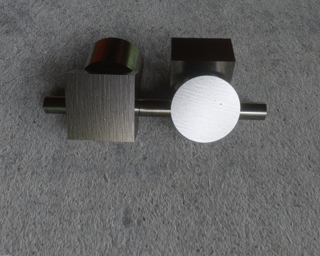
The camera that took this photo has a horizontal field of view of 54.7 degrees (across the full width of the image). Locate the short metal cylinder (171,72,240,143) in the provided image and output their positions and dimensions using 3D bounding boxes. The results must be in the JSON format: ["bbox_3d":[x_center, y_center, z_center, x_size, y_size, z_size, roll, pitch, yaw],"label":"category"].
[{"bbox_3d":[0.054,-0.027,0.385,0.080,0.079,0.050,1,15,1],"label":"short metal cylinder"}]

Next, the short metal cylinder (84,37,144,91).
[{"bbox_3d":[-0.065,-0.078,0.434,0.080,0.080,0.050,3,50,2],"label":"short metal cylinder"}]

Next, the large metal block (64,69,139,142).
[{"bbox_3d":[-0.069,-0.030,0.385,0.080,0.079,0.050,2,16,1],"label":"large metal block"}]

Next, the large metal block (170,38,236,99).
[{"bbox_3d":[0.055,-0.077,0.434,0.080,0.080,0.050,1,50,1],"label":"large metal block"}]

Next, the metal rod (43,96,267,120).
[{"bbox_3d":[-0.007,-0.028,0.430,0.302,0.025,0.025,2,50,1],"label":"metal rod"}]
